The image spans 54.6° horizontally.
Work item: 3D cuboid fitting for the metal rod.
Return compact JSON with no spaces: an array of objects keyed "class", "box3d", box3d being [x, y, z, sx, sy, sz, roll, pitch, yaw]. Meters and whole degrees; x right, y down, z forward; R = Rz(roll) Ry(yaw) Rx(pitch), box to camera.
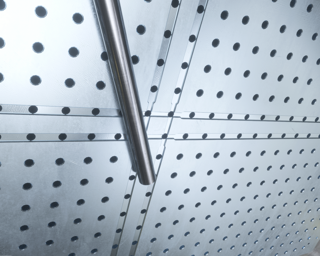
[{"class":"metal rod","box3d":[-0.039,-0.047,0.360,0.025,0.025,0.298,-21,127,-16]}]
